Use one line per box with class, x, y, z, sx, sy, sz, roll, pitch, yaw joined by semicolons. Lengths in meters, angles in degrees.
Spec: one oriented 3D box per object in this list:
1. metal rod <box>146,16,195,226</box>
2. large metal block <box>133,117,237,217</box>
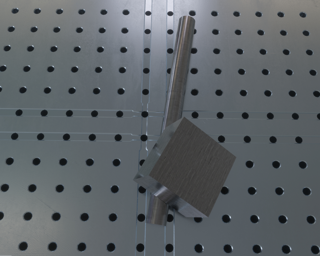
metal rod;0.018;-0.024;0.420;0.025;0.025;0.299;8;70;3
large metal block;0.029;0.047;0.361;0.080;0.050;0.080;37;64;-11
